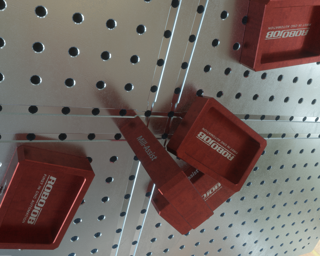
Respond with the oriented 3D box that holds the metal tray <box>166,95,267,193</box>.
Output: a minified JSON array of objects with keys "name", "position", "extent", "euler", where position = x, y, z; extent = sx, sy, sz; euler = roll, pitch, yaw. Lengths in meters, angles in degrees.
[{"name":"metal tray","position":[0.084,0.025,0.440],"extent":[0.130,0.030,0.090],"euler":[33,86,-28]}]

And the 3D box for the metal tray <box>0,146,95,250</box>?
[{"name":"metal tray","position":[-0.149,0.091,0.382],"extent":[0.091,0.030,0.129],"euler":[18,109,-35]}]

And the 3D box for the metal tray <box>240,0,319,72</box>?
[{"name":"metal tray","position":[0.177,-0.131,0.422],"extent":[0.131,0.030,0.089],"euler":[-12,124,-22]}]

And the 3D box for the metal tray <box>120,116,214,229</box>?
[{"name":"metal tray","position":[0.005,0.050,0.376],"extent":[0.030,0.130,0.090],"euler":[-38,129,-3]}]

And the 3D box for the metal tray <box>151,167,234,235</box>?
[{"name":"metal tray","position":[0.062,0.107,0.507],"extent":[0.130,0.030,0.090],"euler":[-40,129,-1]}]
